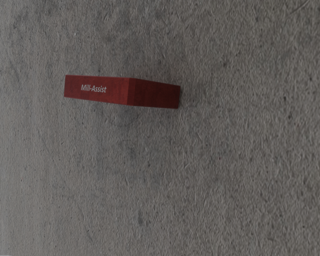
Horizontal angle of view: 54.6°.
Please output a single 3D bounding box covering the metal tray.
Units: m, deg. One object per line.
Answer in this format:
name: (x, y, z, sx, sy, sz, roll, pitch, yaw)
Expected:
metal tray: (-0.051, -0.048, 0.405, 0.130, 0.091, 0.030, 10, 97, 39)
